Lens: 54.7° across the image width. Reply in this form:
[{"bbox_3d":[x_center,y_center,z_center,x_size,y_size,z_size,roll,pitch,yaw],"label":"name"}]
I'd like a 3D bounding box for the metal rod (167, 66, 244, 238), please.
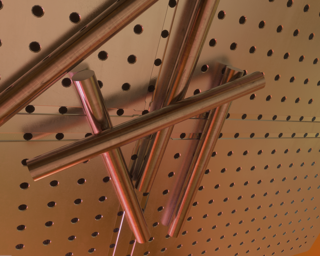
[{"bbox_3d":[0.063,0.051,0.478,0.025,0.025,0.298,2,118,-30],"label":"metal rod"}]

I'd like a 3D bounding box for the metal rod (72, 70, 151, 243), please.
[{"bbox_3d":[-0.055,0.061,0.420,0.025,0.025,0.298,-24,128,-14],"label":"metal rod"}]

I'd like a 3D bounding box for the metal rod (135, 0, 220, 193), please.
[{"bbox_3d":[0.020,-0.044,0.396,0.025,0.025,0.298,5,116,-31],"label":"metal rod"}]

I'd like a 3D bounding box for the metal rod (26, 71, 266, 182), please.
[{"bbox_3d":[-0.003,-0.009,0.371,0.302,0.025,0.025,-22,127,-16],"label":"metal rod"}]

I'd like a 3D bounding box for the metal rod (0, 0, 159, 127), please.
[{"bbox_3d":[-0.120,-0.051,0.314,0.300,0.025,0.025,-39,130,-2],"label":"metal rod"}]
